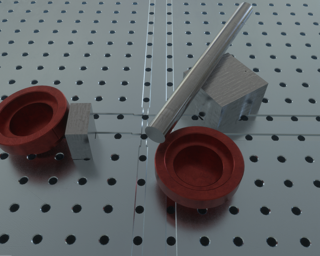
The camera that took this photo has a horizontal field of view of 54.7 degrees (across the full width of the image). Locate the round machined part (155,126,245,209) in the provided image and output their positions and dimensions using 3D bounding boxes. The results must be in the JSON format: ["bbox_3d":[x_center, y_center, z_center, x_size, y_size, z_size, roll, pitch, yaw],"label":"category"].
[{"bbox_3d":[0.043,0.048,0.356,0.099,0.042,0.098,0,50,0],"label":"round machined part"}]

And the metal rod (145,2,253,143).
[{"bbox_3d":[0.067,-0.093,0.421,0.025,0.025,0.301,23,53,18],"label":"metal rod"}]

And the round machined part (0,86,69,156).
[{"bbox_3d":[-0.159,-0.005,0.394,0.099,0.042,0.098,-5,51,6],"label":"round machined part"}]

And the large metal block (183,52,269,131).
[{"bbox_3d":[0.088,-0.052,0.436,0.081,0.050,0.080,-27,55,-21],"label":"large metal block"}]

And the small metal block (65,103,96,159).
[{"bbox_3d":[-0.098,0.004,0.387,0.025,0.050,0.050,-1,50,-4],"label":"small metal block"}]
